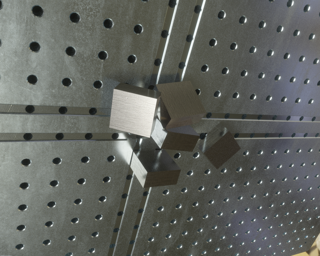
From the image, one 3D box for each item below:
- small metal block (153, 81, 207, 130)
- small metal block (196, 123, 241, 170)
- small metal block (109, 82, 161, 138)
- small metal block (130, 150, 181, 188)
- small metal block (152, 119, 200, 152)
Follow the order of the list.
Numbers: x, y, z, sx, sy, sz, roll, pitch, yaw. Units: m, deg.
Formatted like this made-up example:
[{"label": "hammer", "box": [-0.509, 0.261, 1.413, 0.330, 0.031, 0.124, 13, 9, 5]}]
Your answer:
[{"label": "small metal block", "box": [0.022, -0.029, 0.385, 0.050, 0.050, 0.025, -11, 154, -27]}, {"label": "small metal block", "box": [0.091, 0.029, 0.481, 0.050, 0.025, 0.050, -41, 130, 0]}, {"label": "small metal block", "box": [-0.029, -0.021, 0.367, 0.050, 0.025, 0.050, 14, 117, 5]}, {"label": "small metal block", "box": [-0.007, 0.055, 0.427, 0.050, 0.050, 0.025, 0, 119, -29]}, {"label": "small metal block", "box": [0.016, 0.005, 0.408, 0.050, 0.050, 0.025, 8, 116, -32]}]
